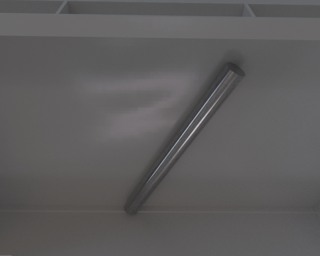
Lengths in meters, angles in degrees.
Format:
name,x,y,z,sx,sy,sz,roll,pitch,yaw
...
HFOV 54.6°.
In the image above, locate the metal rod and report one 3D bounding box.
name,x,y,z,sx,sy,sz,roll,pitch,yaw
metal rod,0.019,0.035,0.438,0.025,0.025,0.298,21,127,-17
